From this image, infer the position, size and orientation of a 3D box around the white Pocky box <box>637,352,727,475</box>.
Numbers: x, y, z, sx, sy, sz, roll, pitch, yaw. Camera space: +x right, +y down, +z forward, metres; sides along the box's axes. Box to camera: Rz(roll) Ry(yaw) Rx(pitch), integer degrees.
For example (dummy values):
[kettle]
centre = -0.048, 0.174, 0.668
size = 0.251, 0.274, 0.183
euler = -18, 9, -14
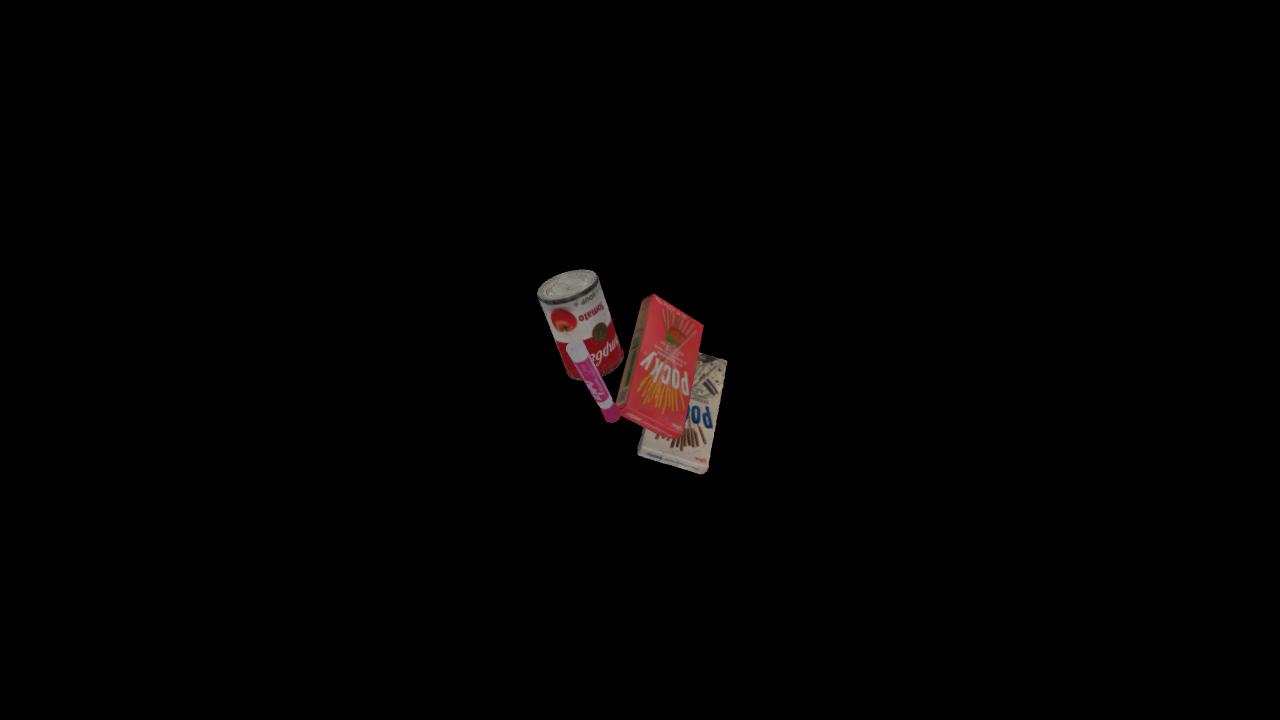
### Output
[white Pocky box]
centre = 0.053, 0.056, 0.746
size = 0.084, 0.154, 0.028
euler = 17, -34, -2

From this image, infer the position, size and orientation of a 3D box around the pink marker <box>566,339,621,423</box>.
[pink marker]
centre = -0.046, 0.026, 0.636
size = 0.020, 0.020, 0.121
euler = 0, -41, 23

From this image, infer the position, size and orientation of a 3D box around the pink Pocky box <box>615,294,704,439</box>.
[pink Pocky box]
centre = 0.025, 0.007, 0.720
size = 0.084, 0.155, 0.029
euler = 29, -32, -26

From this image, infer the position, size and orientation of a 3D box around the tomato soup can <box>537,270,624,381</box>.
[tomato soup can]
centre = -0.062, -0.038, 0.658
size = 0.068, 0.101, 0.068
euler = -12, 31, 8
